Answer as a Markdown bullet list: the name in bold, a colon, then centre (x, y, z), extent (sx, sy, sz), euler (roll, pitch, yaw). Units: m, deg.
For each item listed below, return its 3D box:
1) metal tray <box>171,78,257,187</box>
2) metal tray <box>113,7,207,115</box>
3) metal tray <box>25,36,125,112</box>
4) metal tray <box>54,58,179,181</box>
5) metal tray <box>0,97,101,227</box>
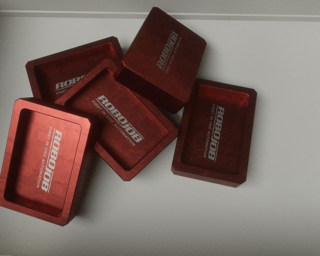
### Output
- **metal tray**: centre (0.071, 0.004, 0.405), extent (0.090, 0.030, 0.130), euler (12, 70, 4)
- **metal tray**: centre (0.006, -0.091, 0.402), extent (0.090, 0.030, 0.130), euler (31, 51, -13)
- **metal tray**: centre (-0.107, -0.066, 0.428), extent (0.131, 0.030, 0.090), euler (-19, 71, -8)
- **metal tray**: centre (-0.052, -0.010, 0.385), extent (0.090, 0.030, 0.130), euler (-43, 91, -8)
- **metal tray**: centre (-0.130, 0.038, 0.359), extent (0.090, 0.030, 0.129), euler (16, 99, 5)
